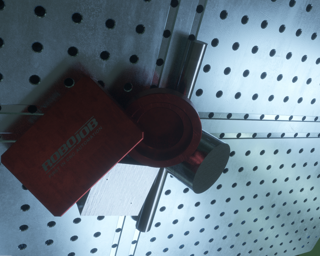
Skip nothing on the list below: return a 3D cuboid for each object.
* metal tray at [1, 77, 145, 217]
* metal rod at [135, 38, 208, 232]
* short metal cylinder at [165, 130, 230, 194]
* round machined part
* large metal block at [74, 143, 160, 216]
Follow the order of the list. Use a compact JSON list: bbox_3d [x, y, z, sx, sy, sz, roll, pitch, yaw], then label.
[{"bbox_3d":[-0.092,0.020,0.338,0.130,0.030,0.090,-44,91,2],"label":"metal tray"},{"bbox_3d":[0.009,0.027,0.434,0.025,0.025,0.298,1,118,-29],"label":"metal rod"},{"bbox_3d":[0.054,0.045,0.435,0.081,0.050,0.079,-31,138,-33],"label":"short metal cylinder"},{"bbox_3d":[0.000,-0.003,0.382,0.099,0.042,0.097,0,115,0],"label":"round machined part"},{"bbox_3d":[-0.059,0.066,0.404,0.081,0.050,0.079,11,113,-33],"label":"large metal block"}]
